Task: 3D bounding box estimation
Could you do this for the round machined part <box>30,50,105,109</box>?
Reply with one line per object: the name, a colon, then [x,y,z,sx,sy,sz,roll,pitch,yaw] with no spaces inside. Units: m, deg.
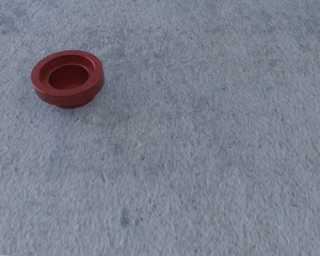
round machined part: [-0.129,-0.066,0.446,0.099,0.042,0.098,0,50,0]
